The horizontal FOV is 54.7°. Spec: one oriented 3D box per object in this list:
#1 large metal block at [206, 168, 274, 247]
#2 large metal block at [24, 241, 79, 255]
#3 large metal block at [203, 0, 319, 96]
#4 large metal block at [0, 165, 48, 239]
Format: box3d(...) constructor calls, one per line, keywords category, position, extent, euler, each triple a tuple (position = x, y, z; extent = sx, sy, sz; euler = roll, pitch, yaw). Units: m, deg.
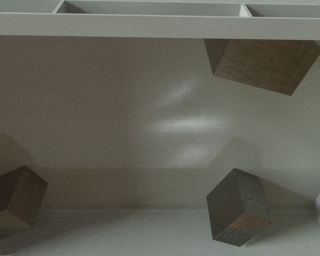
box3d(category="large metal block", position=(0.119, 0.123, 0.480), extent=(0.050, 0.080, 0.079), euler=(21, 127, -17))
box3d(category="large metal block", position=(-0.225, 0.282, 0.632), extent=(0.080, 0.050, 0.080), euler=(-27, 126, 21))
box3d(category="large metal block", position=(0.094, -0.083, 0.304), extent=(0.081, 0.080, 0.050), euler=(12, 129, -11))
box3d(category="large metal block", position=(-0.227, 0.113, 0.466), extent=(0.080, 0.080, 0.050), euler=(-22, 127, 17))
